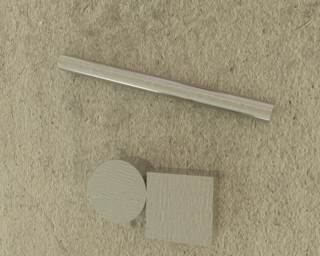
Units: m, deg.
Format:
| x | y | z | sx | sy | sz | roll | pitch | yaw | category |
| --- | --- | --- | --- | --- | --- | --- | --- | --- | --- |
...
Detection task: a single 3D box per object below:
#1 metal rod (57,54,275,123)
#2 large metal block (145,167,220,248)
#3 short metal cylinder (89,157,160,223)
| x | y | z | sx | sy | sz | roll | pitch | yaw | category |
| --- | --- | --- | --- | --- | --- | --- | --- | --- | --- |
| -0.006 | -0.057 | 0.410 | 0.301 | 0.025 | 0.025 | 16 | 96 | 18 | metal rod |
| 0.030 | 0.094 | 0.385 | 0.080 | 0.050 | 0.079 | 2 | 91 | 19 | large metal block |
| -0.046 | 0.079 | 0.411 | 0.080 | 0.050 | 0.079 | 0 | 90 | 19 | short metal cylinder |
